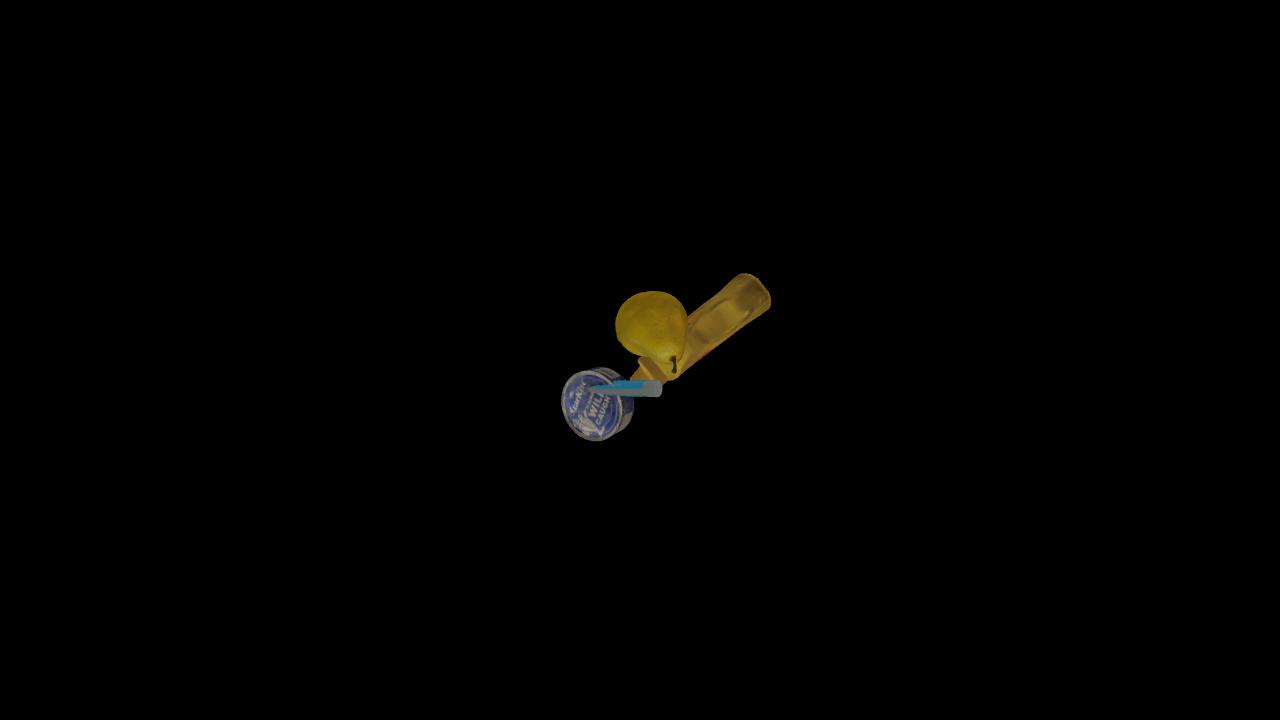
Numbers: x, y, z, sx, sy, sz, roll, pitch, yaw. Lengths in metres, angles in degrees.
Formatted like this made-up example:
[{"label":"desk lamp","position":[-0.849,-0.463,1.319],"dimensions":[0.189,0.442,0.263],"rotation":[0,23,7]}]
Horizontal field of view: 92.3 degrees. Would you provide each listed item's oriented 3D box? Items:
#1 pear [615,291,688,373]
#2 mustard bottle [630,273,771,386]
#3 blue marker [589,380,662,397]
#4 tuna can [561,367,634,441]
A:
[{"label":"pear","position":[0.024,-0.027,0.657],"dimensions":[0.080,0.080,0.111],"rotation":[0,33,-37]},{"label":"mustard bottle","position":[0.064,-0.027,0.720],"dimensions":[0.184,0.054,0.092],"rotation":[-38,7,-2]},{"label":"blue marker","position":[-0.031,0.032,0.700],"dimensions":[0.121,0.020,0.020],"rotation":[-1,-1,33]},{"label":"tuna can","position":[-0.049,0.051,0.723],"dimensions":[0.084,0.084,0.034],"rotation":[0,10,29]}]
